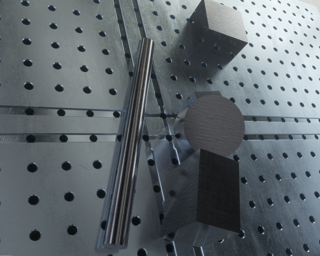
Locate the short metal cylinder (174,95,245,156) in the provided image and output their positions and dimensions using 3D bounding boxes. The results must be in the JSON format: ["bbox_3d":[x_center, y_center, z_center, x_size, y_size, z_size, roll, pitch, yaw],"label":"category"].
[{"bbox_3d":[0.063,0.000,0.408,0.081,0.050,0.080,1,84,-12],"label":"short metal cylinder"}]

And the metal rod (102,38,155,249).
[{"bbox_3d":[-0.033,-0.005,0.394,0.025,0.025,0.300,18,54,-18],"label":"metal rod"}]

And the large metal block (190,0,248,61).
[{"bbox_3d":[0.104,-0.177,0.559,0.081,0.050,0.080,11,57,-23],"label":"large metal block"}]

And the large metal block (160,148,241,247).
[{"bbox_3d":[0.044,0.081,0.349,0.050,0.080,0.080,20,54,-17],"label":"large metal block"}]

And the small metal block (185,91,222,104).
[{"bbox_3d":[0.073,-0.028,0.467,0.050,0.025,0.050,-6,65,-31],"label":"small metal block"}]
